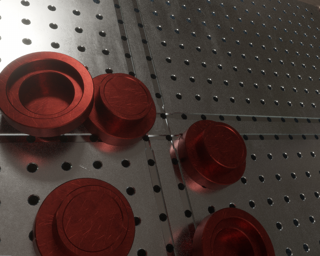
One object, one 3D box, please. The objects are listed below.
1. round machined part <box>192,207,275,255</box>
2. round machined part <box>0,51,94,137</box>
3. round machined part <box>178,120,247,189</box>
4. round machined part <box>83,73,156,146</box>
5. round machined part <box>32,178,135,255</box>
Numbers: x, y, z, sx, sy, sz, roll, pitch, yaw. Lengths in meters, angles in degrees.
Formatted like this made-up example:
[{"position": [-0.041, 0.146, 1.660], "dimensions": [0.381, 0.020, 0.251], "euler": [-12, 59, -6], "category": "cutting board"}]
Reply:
[{"position": [0.079, 0.145, 0.353], "dimensions": [0.099, 0.042, 0.098], "euler": [14, 56, -21], "category": "round machined part"}, {"position": [-0.123, -0.033, 0.342], "dimensions": [0.099, 0.042, 0.098], "euler": [5, 62, -10], "category": "round machined part"}, {"position": [0.078, 0.030, 0.423], "dimensions": [0.099, 0.042, 0.098], "euler": [14, 56, -21], "category": "round machined part"}, {"position": [-0.049, -0.030, 0.390], "dimensions": [0.099, 0.042, 0.098], "euler": [14, 56, -21], "category": "round machined part"}, {"position": [-0.070, 0.095, 0.303], "dimensions": [0.099, 0.042, 0.098], "euler": [14, 56, -21], "category": "round machined part"}]
